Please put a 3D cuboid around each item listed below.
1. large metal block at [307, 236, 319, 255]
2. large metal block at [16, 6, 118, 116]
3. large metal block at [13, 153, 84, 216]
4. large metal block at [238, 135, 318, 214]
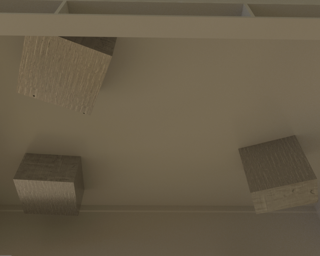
[{"bbox_3d":[0.340,0.252,0.593,0.080,0.080,0.050,-17,128,14],"label":"large metal block"},{"bbox_3d":[-0.099,-0.070,0.332,0.081,0.050,0.079,18,128,-15],"label":"large metal block"},{"bbox_3d":[-0.161,0.086,0.464,0.081,0.050,0.079,4,130,-4],"label":"large metal block"},{"bbox_3d":[0.161,0.064,0.428,0.080,0.080,0.050,-15,129,12],"label":"large metal block"}]
